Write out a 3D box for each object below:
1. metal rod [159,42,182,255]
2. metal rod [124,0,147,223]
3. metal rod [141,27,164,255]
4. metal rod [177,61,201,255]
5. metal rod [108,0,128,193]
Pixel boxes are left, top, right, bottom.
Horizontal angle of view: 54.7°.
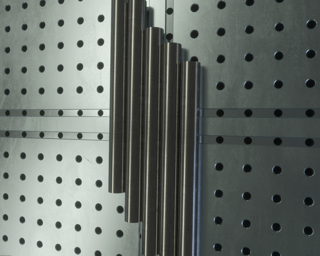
[{"bbox_3d":[0.013,0.040,0.406,0.025,0.025,0.298,1,90,19],"label":"metal rod"},{"bbox_3d":[-0.033,-0.023,0.422,0.025,0.025,0.298,1,90,19],"label":"metal rod"},{"bbox_3d":[-0.010,0.018,0.414,0.025,0.025,0.298,1,90,19],"label":"metal rod"},{"bbox_3d":[0.037,0.066,0.398,0.025,0.025,0.298,1,90,19],"label":"metal rod"},{"bbox_3d":[-0.057,-0.060,0.431,0.025,0.025,0.298,1,90,19],"label":"metal rod"}]
